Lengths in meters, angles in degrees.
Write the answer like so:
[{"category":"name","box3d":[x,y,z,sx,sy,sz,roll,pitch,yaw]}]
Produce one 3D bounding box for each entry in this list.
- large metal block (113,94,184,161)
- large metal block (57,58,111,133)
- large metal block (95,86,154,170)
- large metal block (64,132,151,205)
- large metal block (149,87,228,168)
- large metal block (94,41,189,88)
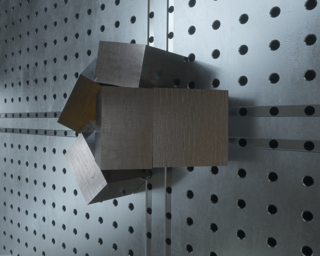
[{"category":"large metal block","box3d":[-0.016,-0.002,0.407,0.080,0.050,0.080,1,91,40]},{"category":"large metal block","box3d":[-0.096,-0.045,0.446,0.050,0.080,0.080,29,116,-11]},{"category":"large metal block","box3d":[-0.042,0.000,0.338,0.080,0.050,0.080,-179,91,-74]},{"category":"large metal block","box3d":[-0.073,0.052,0.433,0.050,0.081,0.080,-47,63,29]},{"category":"large metal block","box3d":[0.027,0.000,0.341,0.050,0.081,0.080,179,92,-77]},{"category":"large metal block","box3d":[-0.024,-0.075,0.394,0.080,0.081,0.050,17,101,39]}]
